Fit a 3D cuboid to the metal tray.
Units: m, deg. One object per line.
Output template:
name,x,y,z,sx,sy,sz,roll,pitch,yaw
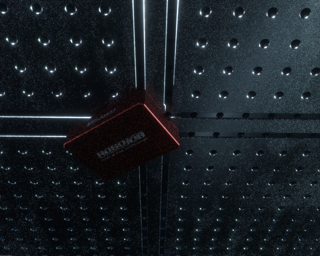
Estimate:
metal tray,-0.051,0.015,0.420,0.130,0.030,0.090,-27,126,20
